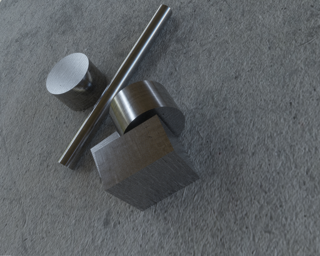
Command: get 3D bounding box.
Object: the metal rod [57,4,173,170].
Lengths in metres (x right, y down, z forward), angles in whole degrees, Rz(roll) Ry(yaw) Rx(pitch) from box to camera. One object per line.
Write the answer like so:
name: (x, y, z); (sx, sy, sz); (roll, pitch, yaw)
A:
metal rod: (-0.062, -0.072, 0.478); (0.025, 0.025, 0.300); (19, 71, 35)

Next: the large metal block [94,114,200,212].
large metal block: (-0.012, 0.043, 0.348); (0.080, 0.080, 0.050); (-32, 52, 7)

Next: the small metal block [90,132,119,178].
small metal block: (-0.058, 0.037, 0.410); (0.050, 0.025, 0.050); (-34, 52, 5)

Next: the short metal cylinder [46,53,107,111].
short metal cylinder: (-0.135, -0.074, 0.502); (0.080, 0.050, 0.080); (-13, 56, 20)

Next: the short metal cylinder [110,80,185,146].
short metal cylinder: (-0.016, -0.012, 0.383); (0.080, 0.080, 0.050); (-34, 52, 5)
